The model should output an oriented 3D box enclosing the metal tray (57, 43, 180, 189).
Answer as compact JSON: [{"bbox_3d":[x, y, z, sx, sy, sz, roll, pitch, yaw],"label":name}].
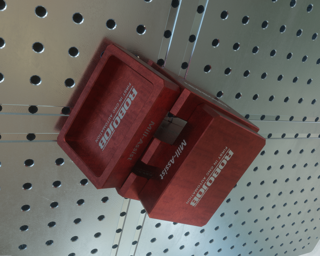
[{"bbox_3d":[-0.049,-0.012,0.331,0.030,0.090,0.129,12,114,-57],"label":"metal tray"}]

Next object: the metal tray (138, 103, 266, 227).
[{"bbox_3d":[0.047,0.046,0.344,0.090,0.030,0.129,23,106,-36],"label":"metal tray"}]

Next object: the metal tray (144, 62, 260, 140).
[{"bbox_3d":[0.050,-0.027,0.378,0.131,0.090,0.030,22,107,-36],"label":"metal tray"}]

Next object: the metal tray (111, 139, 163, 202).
[{"bbox_3d":[-0.007,0.060,0.401,0.131,0.090,0.030,23,106,-37],"label":"metal tray"}]

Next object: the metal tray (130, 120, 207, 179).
[{"bbox_3d":[0.018,0.022,0.391,0.131,0.090,0.030,21,106,-37],"label":"metal tray"}]
